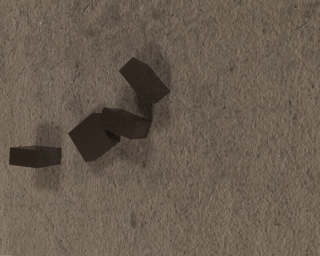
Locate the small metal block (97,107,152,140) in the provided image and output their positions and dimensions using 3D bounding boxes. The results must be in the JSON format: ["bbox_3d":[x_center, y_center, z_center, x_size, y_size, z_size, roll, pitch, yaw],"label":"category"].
[{"bbox_3d":[-0.045,-0.006,0.411,0.050,0.050,0.025,22,97,18],"label":"small metal block"}]

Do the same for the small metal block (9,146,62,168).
[{"bbox_3d":[-0.183,0.042,0.459,0.050,0.050,0.025,4,92,19],"label":"small metal block"}]

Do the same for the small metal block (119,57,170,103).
[{"bbox_3d":[-0.019,-0.060,0.401,0.025,0.050,0.050,-42,77,15],"label":"small metal block"}]

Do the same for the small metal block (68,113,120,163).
[{"bbox_3d":[-0.094,0.013,0.441,0.050,0.025,0.050,-37,79,16],"label":"small metal block"}]
